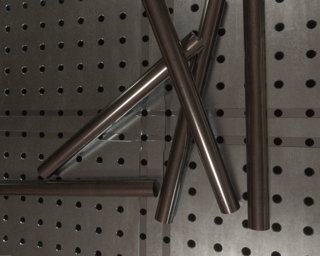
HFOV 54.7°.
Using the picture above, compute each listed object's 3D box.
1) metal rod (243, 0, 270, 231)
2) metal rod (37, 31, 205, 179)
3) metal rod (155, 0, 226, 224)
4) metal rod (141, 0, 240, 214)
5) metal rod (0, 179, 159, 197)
[{"bbox_3d":[0.115,-0.030,0.371,0.025,0.025,0.298,-1,90,19],"label":"metal rod"},{"bbox_3d":[-0.065,-0.019,0.421,0.299,0.025,0.025,-38,78,20],"label":"metal rod"},{"bbox_3d":[0.038,-0.024,0.398,0.025,0.025,0.298,14,95,19],"label":"metal rod"},{"bbox_3d":[0.033,-0.038,0.361,0.025,0.025,0.298,-19,99,19],"label":"metal rod"},{"bbox_3d":[-0.147,0.090,0.462,0.301,0.025,0.025,-4,89,19],"label":"metal rod"}]
